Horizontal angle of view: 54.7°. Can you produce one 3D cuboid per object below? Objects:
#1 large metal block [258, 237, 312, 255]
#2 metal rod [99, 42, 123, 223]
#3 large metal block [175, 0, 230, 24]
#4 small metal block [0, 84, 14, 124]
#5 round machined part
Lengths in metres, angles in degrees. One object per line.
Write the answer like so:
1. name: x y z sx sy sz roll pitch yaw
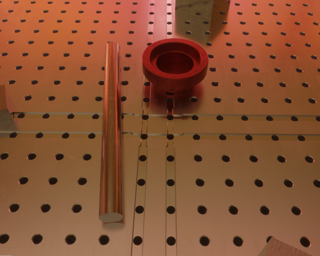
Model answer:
1. large metal block: 0.117 0.155 0.262 0.080 0.050 0.080 22 53 17
2. metal rod: -0.065 -0.020 0.423 0.025 0.025 0.300 -4 50 -3
3. large metal block: 0.086 -0.257 0.608 0.080 0.050 0.080 28 55 21
4. small metal block: -0.236 -0.030 0.431 0.050 0.025 0.050 -16 52 -13
5. round machined part: 0.022 -0.091 0.473 0.099 0.042 0.098 0 50 0
